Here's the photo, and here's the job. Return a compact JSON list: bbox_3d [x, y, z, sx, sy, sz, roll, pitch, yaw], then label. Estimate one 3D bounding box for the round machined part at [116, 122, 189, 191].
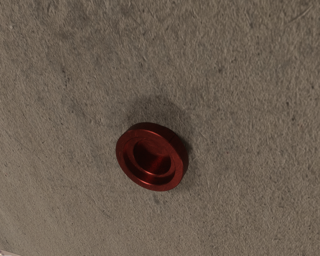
[{"bbox_3d":[-0.007,0.034,0.419,0.098,0.042,0.097,13,124,20],"label":"round machined part"}]
